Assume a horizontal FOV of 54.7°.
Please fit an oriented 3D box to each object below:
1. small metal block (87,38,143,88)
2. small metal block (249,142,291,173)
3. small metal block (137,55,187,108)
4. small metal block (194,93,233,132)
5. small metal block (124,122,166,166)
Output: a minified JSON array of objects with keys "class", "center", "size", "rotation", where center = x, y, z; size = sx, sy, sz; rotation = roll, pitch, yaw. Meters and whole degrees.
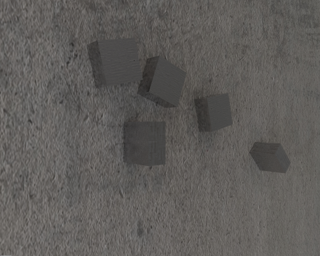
[{"class":"small metal block","center":[-0.052,-0.076,0.361],"size":[0.050,0.025,0.050],"rotation":[-18,102,-39]},{"class":"small metal block","center":[0.196,0.053,0.552],"size":[0.025,0.050,0.050],"rotation":[-52,121,-27]},{"class":"small metal block","center":[0.003,-0.059,0.407],"size":[0.050,0.025,0.050],"rotation":[25,74,-37]},{"class":"small metal block","center":[0.082,-0.024,0.473],"size":[0.050,0.025,0.050],"rotation":[-17,101,-39]},{"class":"small metal block","center":[-0.019,0.017,0.372],"size":[0.025,0.050,0.050],"rotation":[0,90,-40]}]
